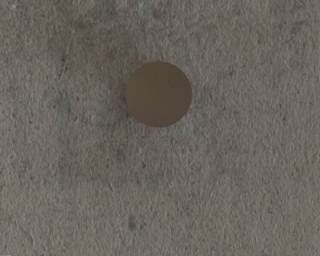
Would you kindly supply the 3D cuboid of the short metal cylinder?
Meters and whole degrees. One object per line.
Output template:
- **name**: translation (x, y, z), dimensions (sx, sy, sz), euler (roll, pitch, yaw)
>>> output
- **short metal cylinder**: translation (-0.002, -0.041, 0.397), dimensions (0.081, 0.050, 0.079), euler (0, 90, -1)
